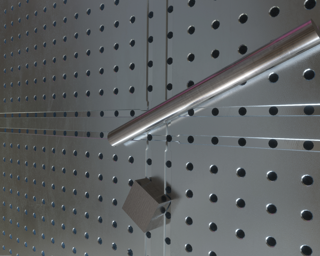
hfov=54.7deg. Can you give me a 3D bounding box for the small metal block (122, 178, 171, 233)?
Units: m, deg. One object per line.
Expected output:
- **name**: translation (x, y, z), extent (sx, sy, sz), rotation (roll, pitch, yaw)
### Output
- **small metal block**: translation (-0.020, 0.105, 0.426), extent (0.050, 0.025, 0.050), rotation (38, 113, 33)

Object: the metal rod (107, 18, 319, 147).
- **metal rod**: translation (0.039, -0.037, 0.377), extent (0.299, 0.025, 0.025), rotation (-27, 73, 37)
